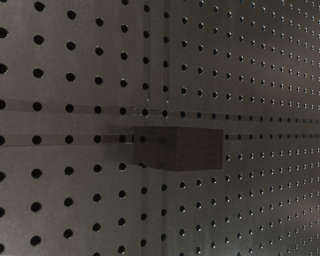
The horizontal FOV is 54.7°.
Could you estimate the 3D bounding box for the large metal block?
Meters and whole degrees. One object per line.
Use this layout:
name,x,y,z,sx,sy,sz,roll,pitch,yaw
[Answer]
large metal block,0.023,0.025,0.394,0.081,0.080,0.050,3,88,-40
